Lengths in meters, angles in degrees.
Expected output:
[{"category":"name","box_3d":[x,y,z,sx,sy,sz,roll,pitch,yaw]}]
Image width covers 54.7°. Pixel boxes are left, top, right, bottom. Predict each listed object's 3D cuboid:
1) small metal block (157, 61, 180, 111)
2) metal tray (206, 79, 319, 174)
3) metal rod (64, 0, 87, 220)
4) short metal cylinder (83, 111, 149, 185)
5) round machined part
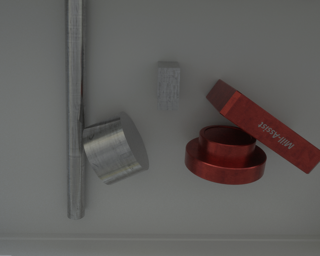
[{"category":"small metal block","box_3d":[0.010,-0.053,0.379,0.025,0.050,0.050,1,110,-1]},{"category":"metal tray","box_3d":[0.123,-0.005,0.375,0.130,0.090,0.030,33,103,-12]},{"category":"metal rod","box_3d":[-0.110,-0.011,0.405,0.025,0.025,0.298,5,110,-2]},{"category":"short metal cylinder","box_3d":[-0.054,0.025,0.391,0.050,0.080,0.080,-24,109,8]},{"category":"round machined part","box_3d":[0.081,0.027,0.383,0.099,0.098,0.042,2,111,-2]}]
